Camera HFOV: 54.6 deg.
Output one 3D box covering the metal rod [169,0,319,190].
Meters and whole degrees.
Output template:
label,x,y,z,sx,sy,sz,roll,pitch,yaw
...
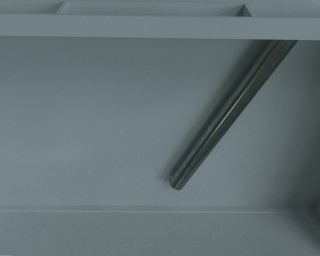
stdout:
label,x,y,z,sx,sy,sz,roll,pitch,yaw
metal rod,0.087,-0.017,0.394,0.025,0.025,0.298,19,128,-16
